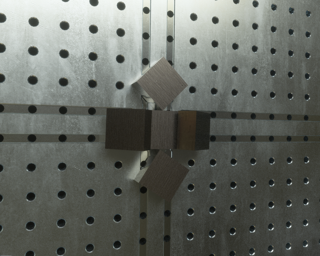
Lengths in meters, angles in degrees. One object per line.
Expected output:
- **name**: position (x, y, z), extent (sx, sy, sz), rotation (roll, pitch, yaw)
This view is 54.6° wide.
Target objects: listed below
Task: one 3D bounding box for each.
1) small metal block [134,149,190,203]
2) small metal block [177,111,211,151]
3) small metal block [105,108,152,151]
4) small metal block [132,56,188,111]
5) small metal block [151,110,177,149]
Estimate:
- **small metal block**: position (0.002, 0.062, 0.413), extent (0.050, 0.025, 0.050), rotation (36, 79, -15)
- **small metal block**: position (0.046, 0.004, 0.415), extent (0.050, 0.025, 0.050), rotation (4, 88, -60)
- **small metal block**: position (-0.039, 0.002, 0.385), extent (0.050, 0.025, 0.050), rotation (2, 90, 16)
- **small metal block**: position (0.000, -0.057, 0.412), extent (0.050, 0.025, 0.050), rotation (-46, 104, -15)
- **small metal block**: position (0.001, 0.002, 0.412), extent (0.050, 0.025, 0.050), rotation (1, 89, -20)
